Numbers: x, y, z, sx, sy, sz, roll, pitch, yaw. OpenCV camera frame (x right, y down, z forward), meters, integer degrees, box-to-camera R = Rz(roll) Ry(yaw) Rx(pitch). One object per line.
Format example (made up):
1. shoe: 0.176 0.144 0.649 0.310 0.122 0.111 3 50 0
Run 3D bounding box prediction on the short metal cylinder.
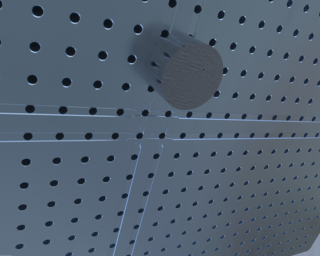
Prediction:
1. short metal cylinder: 0.027 -0.068 0.369 0.081 0.050 0.079 -14 124 -21
